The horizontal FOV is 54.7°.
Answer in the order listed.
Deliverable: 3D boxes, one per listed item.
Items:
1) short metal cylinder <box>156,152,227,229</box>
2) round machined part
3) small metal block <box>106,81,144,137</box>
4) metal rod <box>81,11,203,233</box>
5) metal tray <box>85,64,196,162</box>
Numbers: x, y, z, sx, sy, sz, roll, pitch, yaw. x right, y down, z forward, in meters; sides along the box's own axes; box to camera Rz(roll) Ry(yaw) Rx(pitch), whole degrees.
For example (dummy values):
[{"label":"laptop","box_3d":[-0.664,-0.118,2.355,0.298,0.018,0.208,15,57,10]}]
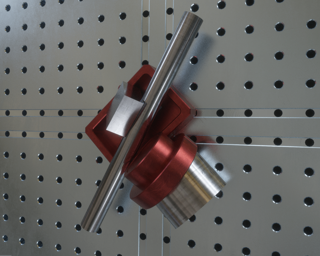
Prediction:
[{"label":"short metal cylinder","box_3d":[0.032,0.074,0.370,0.080,0.080,0.050,-45,76,14]},{"label":"round machined part","box_3d":[-0.005,0.043,0.364,0.042,0.098,0.098,41,103,-7]},{"label":"small metal block","box_3d":[-0.046,-0.025,0.391,0.025,0.050,0.050,23,112,-20]},{"label":"metal rod","box_3d":[-0.027,0.000,0.389,0.025,0.025,0.298,30,99,17]},{"label":"metal tray","box_3d":[-0.028,-0.009,0.418,0.130,0.030,0.090,-45,77,14]}]
